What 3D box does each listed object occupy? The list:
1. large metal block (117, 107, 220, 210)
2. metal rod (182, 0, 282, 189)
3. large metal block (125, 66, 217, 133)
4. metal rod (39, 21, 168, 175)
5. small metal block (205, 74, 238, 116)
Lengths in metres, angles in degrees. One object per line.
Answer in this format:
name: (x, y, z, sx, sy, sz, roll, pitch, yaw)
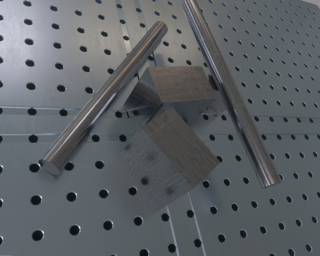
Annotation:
large metal block: (0.006, 0.037, 0.354, 0.080, 0.080, 0.050, 50, 51, 6)
metal rod: (0.091, -0.062, 0.430, 0.025, 0.025, 0.299, -5, 64, -31)
large metal block: (0.011, -0.035, 0.400, 0.081, 0.080, 0.050, -8, 66, -32)
metal rod: (-0.057, -0.062, 0.414, 0.025, 0.025, 0.301, 34, 51, -6)
small metal block: (0.081, -0.048, 0.465, 0.050, 0.050, 0.025, 17, 55, -18)
